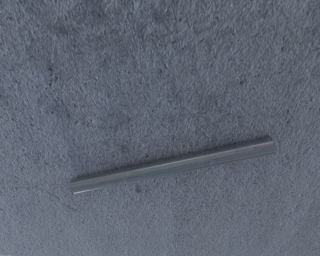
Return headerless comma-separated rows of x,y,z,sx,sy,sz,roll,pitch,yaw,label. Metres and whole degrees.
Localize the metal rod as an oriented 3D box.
0.011,0.057,0.455,0.301,0.025,0.025,-13,129,10,metal rod
